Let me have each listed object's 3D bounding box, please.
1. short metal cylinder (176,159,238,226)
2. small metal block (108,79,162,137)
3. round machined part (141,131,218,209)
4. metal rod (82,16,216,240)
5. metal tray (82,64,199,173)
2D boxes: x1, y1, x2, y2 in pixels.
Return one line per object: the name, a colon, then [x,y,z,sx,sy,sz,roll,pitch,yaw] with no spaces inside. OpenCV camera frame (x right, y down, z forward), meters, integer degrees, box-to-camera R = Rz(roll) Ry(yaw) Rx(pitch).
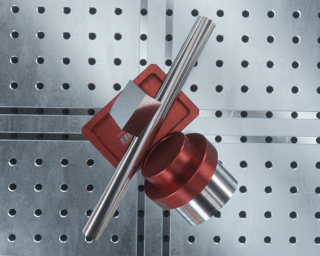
short metal cylinder: [0.049,0.074,0.385,0.080,0.080,0.050,-43,91,0]
small metal block: [-0.032,-0.025,0.378,0.025,0.050,0.050,28,102,-38]
round machined part: [0.016,0.043,0.367,0.098,0.098,0.042,-46,112,0]
metal rod: [-0.013,0.000,0.383,0.025,0.025,0.299,28,90,-1]
metal tray: [-0.025,-0.009,0.410,0.130,0.030,0.090,-43,91,0]
